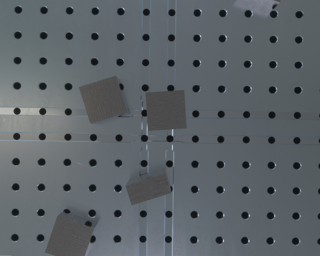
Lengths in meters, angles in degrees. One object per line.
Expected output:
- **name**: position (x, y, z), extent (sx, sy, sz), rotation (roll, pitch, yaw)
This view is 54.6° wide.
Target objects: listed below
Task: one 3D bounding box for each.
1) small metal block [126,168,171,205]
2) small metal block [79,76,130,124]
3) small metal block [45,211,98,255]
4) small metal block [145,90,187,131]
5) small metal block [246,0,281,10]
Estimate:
- **small metal block**: position (-0.014, 0.074, 0.401), extent (0.050, 0.050, 0.025), rotation (-17, 90, 0)
- **small metal block**: position (-0.073, -0.037, 0.413), extent (0.050, 0.025, 0.050), rotation (-17, 90, 0)
- **small metal block**: position (-0.117, 0.145, 0.413), extent (0.050, 0.025, 0.050), rotation (19, 90, 0)
- **small metal block**: position (0.008, -0.023, 0.413), extent (0.050, 0.025, 0.050), rotation (-4, 90, 0)
- **small metal block**: position (0.140, -0.195, 0.414), extent (0.050, 0.025, 0.050), rotation (20, 90, 0)
